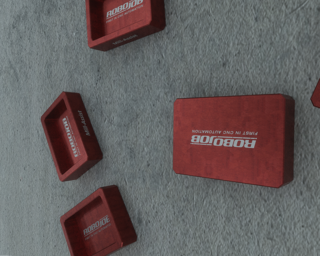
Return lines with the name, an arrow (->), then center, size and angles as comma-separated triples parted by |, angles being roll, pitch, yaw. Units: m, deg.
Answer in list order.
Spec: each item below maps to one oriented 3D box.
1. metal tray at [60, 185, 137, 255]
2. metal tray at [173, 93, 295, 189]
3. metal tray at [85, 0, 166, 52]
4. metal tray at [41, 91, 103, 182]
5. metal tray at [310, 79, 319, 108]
metal tray -> -0.101, 0.157, 0.484 | 0.130, 0.030, 0.090 | -38, 67, 33
metal tray -> 0.075, 0.011, 0.340 | 0.130, 0.030, 0.089 | 2, 91, 40
metal tray -> -0.054, -0.171, 0.445 | 0.130, 0.030, 0.089 | -7, 86, 39
metal tray -> -0.154, 0.014, 0.528 | 0.090, 0.030, 0.130 | -38, 67, 33
metal tray -> 0.192, -0.063, 0.243 | 0.090, 0.030, 0.129 | 29, 108, 36
